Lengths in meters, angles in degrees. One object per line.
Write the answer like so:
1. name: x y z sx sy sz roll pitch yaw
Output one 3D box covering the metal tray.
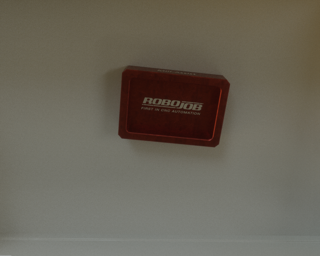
1. metal tray: 0.016 -0.027 0.398 0.131 0.030 0.089 6 110 -2
